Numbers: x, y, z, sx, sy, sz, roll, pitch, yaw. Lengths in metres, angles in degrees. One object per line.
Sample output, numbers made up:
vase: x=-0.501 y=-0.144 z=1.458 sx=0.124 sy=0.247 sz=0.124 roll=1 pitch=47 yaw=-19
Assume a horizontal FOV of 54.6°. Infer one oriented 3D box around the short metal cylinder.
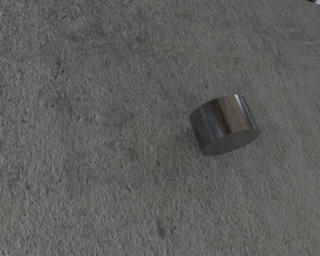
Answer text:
short metal cylinder: x=0.086 y=-0.002 z=0.415 sx=0.081 sy=0.080 sz=0.050 roll=-3 pitch=64 yaw=-30
